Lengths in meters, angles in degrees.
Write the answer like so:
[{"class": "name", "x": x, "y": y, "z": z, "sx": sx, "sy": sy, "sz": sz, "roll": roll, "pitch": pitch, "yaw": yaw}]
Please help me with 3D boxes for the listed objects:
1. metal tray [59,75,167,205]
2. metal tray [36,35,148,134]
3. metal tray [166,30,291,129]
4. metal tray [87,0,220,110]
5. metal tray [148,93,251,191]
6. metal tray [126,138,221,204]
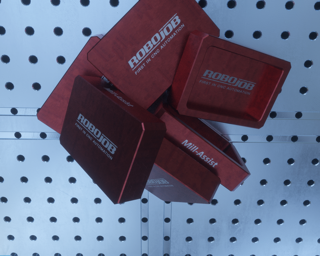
[{"class": "metal tray", "x": -0.058, "y": 0.007, "z": 0.335, "sx": 0.030, "sy": 0.130, "sz": 0.089, "roll": 0, "pitch": 117, "yaw": -46}, {"class": "metal tray", "x": -0.082, "y": -0.040, "z": 0.395, "sx": 0.090, "sy": 0.030, "sz": 0.130, "roll": 37, "pitch": 106, "yaw": -14}, {"class": "metal tray", "x": 0.083, "y": -0.052, "z": 0.366, "sx": 0.131, "sy": 0.030, "sz": 0.089, "roll": 9, "pitch": 112, "yaw": -27}, {"class": "metal tray", "x": -0.007, "y": -0.095, "z": 0.356, "sx": 0.130, "sy": 0.030, "sz": 0.090, "roll": -46, "pitch": 108, "yaw": 0}, {"class": "metal tray", "x": 0.044, "y": 0.013, "z": 0.383, "sx": 0.130, "sy": 0.090, "sz": 0.030, "roll": 36, "pitch": 106, "yaw": -13}, {"class": "metal tray", "x": 0.002, "y": 0.055, "z": 0.383, "sx": 0.090, "sy": 0.130, "sz": 0.030, "roll": 37, "pitch": 67, "yaw": -13}]
